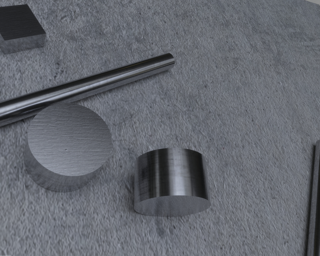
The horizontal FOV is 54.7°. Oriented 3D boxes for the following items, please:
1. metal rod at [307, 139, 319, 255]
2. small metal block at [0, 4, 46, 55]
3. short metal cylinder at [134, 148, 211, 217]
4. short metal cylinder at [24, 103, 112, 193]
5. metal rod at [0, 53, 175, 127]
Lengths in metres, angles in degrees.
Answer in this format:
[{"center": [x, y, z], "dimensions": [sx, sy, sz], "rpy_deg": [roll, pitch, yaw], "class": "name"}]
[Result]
[{"center": [0.230, 0.132, 0.446], "dimensions": [0.025, 0.025, 0.301], "rpy_deg": [33, 51, -7], "class": "metal rod"}, {"center": [-0.178, -0.123, 0.383], "dimensions": [0.050, 0.025, 0.050], "rpy_deg": [-26, 76, -37], "class": "small metal block"}, {"center": [0.012, 0.062, 0.337], "dimensions": [0.081, 0.080, 0.050], "rpy_deg": [11, 57, -22], "class": "short metal cylinder"}, {"center": [-0.097, 0.021, 0.323], "dimensions": [0.081, 0.050, 0.080], "rpy_deg": [14, 56, -21], "class": "short metal cylinder"}, {"center": [-0.095, -0.050, 0.382], "dimensions": [0.302, 0.025, 0.025], "rpy_deg": [-26, 76, -37], "class": "metal rod"}]
